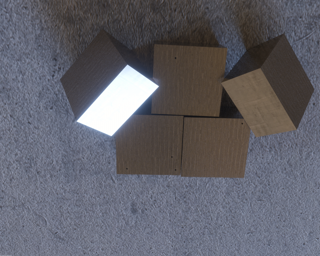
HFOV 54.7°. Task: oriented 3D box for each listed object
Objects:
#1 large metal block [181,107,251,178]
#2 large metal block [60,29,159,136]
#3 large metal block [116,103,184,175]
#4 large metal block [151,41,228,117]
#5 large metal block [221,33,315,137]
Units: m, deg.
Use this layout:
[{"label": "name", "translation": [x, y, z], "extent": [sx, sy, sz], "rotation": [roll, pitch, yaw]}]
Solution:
[{"label": "large metal block", "translation": [0.068, 0.017, 0.403], "extent": [0.081, 0.050, 0.079], "rotation": [1, 110, -1]}, {"label": "large metal block", "translation": [-0.061, -0.052, 0.354], "extent": [0.080, 0.080, 0.050], "rotation": [-45, 139, 14]}, {"label": "large metal block", "translation": [-0.014, 0.013, 0.402], "extent": [0.081, 0.050, 0.079], "rotation": [1, 110, -1]}, {"label": "large metal block", "translation": [0.032, -0.061, 0.376], "extent": [0.081, 0.050, 0.079], "rotation": [3, 110, -2]}, {"label": "large metal block", "translation": [0.128, -0.048, 0.359], "extent": [0.050, 0.080, 0.080], "rotation": [-17, 116, 49]}]
